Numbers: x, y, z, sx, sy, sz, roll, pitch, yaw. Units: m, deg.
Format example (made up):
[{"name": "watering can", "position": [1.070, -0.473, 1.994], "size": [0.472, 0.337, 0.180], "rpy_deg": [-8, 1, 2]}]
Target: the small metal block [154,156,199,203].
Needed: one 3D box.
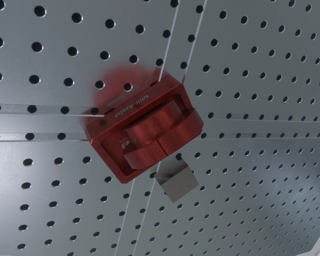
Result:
[{"name": "small metal block", "position": [0.026, 0.080, 0.475], "size": [0.050, 0.025, 0.050], "rpy_deg": [-34, 129, -6]}]

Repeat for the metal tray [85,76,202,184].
[{"name": "metal tray", "position": [-0.017, 0.004, 0.401], "size": [0.130, 0.030, 0.090], "rpy_deg": [-33, 129, -7]}]

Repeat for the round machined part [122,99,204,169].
[{"name": "round machined part", "position": [-0.003, 0.002, 0.356], "size": [0.098, 0.098, 0.042], "rpy_deg": [-33, 99, -7]}]
